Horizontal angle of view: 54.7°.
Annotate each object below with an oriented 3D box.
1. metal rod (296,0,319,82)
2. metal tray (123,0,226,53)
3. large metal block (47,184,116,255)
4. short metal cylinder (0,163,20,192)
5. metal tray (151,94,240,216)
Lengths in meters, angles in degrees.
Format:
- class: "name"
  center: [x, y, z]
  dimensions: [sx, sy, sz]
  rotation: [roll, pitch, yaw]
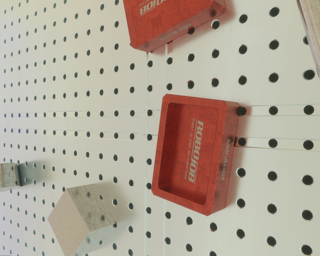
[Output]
- class: "metal rod"
  center: [0.150, -0.082, 0.285]
  dimensions: [0.025, 0.025, 0.299]
  rotation: [-19, 78, 38]
- class: "metal tray"
  center: [0.012, -0.164, 0.397]
  dimensions: [0.130, 0.030, 0.090]
  rotation: [-17, 79, 38]
- class: "large metal block"
  center: [-0.128, 0.150, 0.499]
  dimensions: [0.080, 0.050, 0.080]
  rotation: [51, 120, 27]
- class: "short metal cylinder"
  center: [-0.343, 0.108, 0.657]
  dimensions: [0.080, 0.081, 0.050]
  rotation: [-23, 76, 38]
- class: "metal tray"
  center: [0.039, 0.028, 0.373]
  dimensions: [0.090, 0.030, 0.129]
  rotation: [12, 98, 39]
